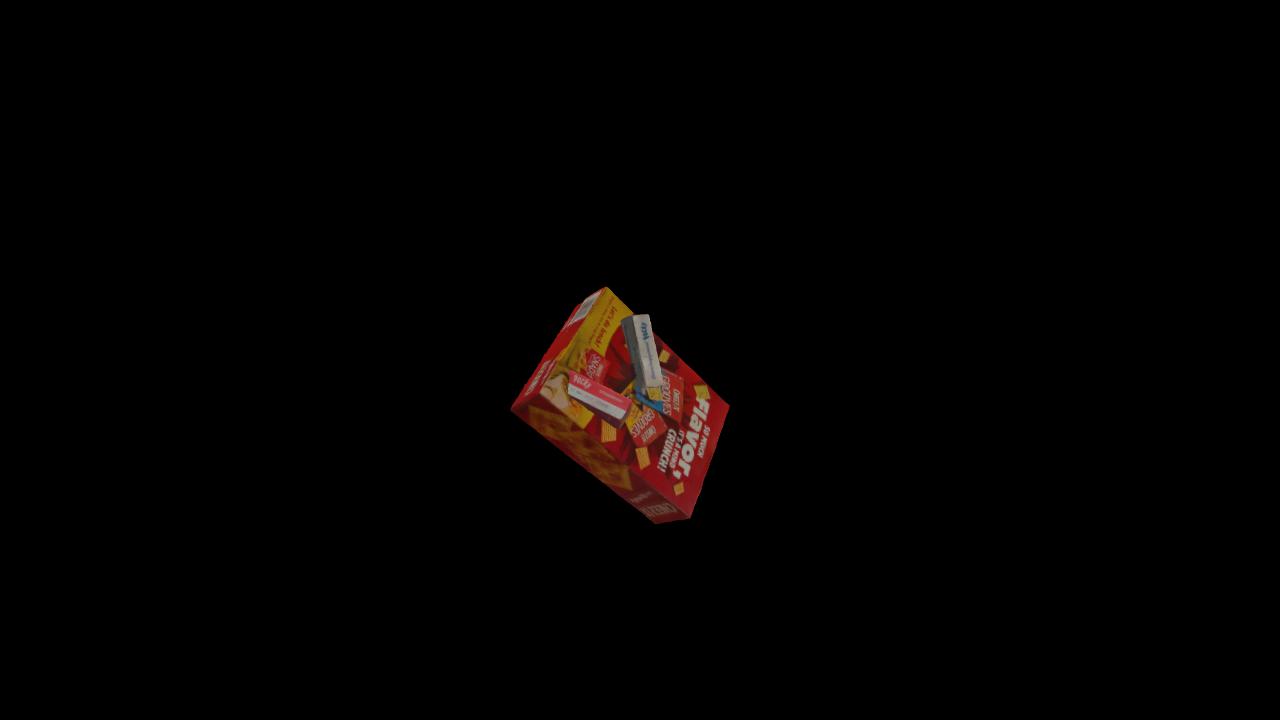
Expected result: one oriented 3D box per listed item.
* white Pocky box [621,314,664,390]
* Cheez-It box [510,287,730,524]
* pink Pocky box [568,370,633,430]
[{"bbox_3d":[-0.032,0.004,0.726,0.028,0.084,0.154,-8,-7,-34],"label":"white Pocky box"},{"bbox_3d":[-0.010,0.053,0.693,0.223,0.166,0.071,42,-40,-19],"label":"Cheez-It box"},{"bbox_3d":[-0.055,0.059,0.679,0.084,0.029,0.155,27,-21,6],"label":"pink Pocky box"}]
